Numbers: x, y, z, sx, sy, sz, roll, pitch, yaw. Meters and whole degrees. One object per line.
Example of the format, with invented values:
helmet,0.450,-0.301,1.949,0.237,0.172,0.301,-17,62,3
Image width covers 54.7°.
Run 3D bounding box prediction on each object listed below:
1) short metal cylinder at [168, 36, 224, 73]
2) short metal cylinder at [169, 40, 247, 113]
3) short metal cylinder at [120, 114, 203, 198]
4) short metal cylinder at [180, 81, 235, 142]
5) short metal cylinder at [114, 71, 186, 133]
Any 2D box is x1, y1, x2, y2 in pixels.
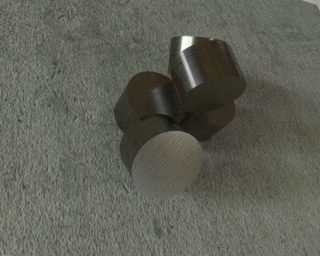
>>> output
short metal cylinder,0.054,-0.102,0.454,0.081,0.080,0.050,1,100,-28
short metal cylinder,0.057,-0.059,0.374,0.081,0.080,0.050,-2,63,-29
short metal cylinder,0.001,0.030,0.345,0.081,0.079,0.050,7,20,-25
short metal cylinder,0.058,-0.027,0.438,0.081,0.050,0.080,14,56,-21
short metal cylinder,-0.013,-0.026,0.399,0.081,0.050,0.080,14,56,-21
